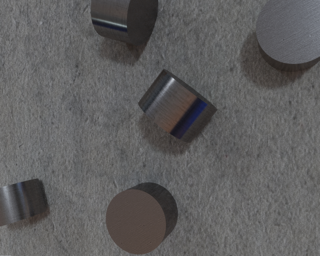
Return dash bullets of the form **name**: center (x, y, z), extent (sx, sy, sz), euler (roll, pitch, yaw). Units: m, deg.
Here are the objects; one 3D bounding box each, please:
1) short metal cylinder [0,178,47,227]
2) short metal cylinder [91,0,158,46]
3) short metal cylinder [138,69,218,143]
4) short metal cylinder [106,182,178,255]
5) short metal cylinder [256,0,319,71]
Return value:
- **short metal cylinder**: center (-0.214, 0.110, 0.453), extent (0.080, 0.080, 0.050), euler (-18, 84, 19)
- **short metal cylinder**: center (-0.043, -0.150, 0.394), extent (0.050, 0.080, 0.080), euler (20, 97, 18)
- **short metal cylinder**: center (0.021, -0.027, 0.372), extent (0.080, 0.080, 0.050), euler (41, 103, 15)
- **short metal cylinder**: center (-0.022, 0.115, 0.403), extent (0.080, 0.050, 0.079), euler (0, 90, 19)
- **short metal cylinder**: center (0.150, -0.106, 0.343), extent (0.080, 0.050, 0.079), euler (0, 90, 19)
